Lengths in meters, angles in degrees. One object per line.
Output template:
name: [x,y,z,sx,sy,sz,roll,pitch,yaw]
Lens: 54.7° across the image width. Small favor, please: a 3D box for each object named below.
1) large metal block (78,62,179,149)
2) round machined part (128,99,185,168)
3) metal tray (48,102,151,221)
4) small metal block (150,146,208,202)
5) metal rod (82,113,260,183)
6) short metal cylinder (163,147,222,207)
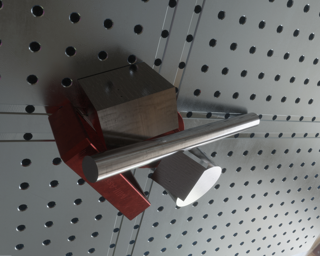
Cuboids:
large metal block: [-0.035,-0.027,0.339,0.081,0.080,0.050,-20,126,-17]
round machined part: [-0.010,0.014,0.408,0.099,0.042,0.097,-14,125,-21]
metal tray: [-0.068,0.040,0.357,0.030,0.090,0.130,-38,130,-3]
small metal block: [0.024,0.054,0.387,0.050,0.050,0.025,-58,170,11]
metal rod: [0.042,0.012,0.382,0.302,0.025,0.025,-13,127,-45]
short metal cylinder: [0.041,0.067,0.445,0.081,0.050,0.080,-29,147,-21]
